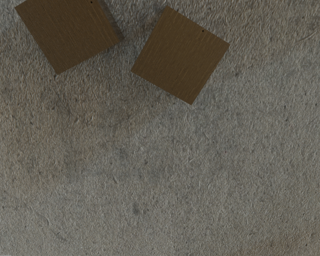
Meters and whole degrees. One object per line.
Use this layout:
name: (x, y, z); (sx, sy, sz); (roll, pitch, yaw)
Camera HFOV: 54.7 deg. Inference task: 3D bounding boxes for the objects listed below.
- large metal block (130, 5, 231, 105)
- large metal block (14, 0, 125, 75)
large metal block: (0.022, -0.086, 0.365); (0.080, 0.050, 0.080); (28, 108, -10)
large metal block: (-0.098, -0.118, 0.352); (0.080, 0.050, 0.080); (-26, 108, 9)
